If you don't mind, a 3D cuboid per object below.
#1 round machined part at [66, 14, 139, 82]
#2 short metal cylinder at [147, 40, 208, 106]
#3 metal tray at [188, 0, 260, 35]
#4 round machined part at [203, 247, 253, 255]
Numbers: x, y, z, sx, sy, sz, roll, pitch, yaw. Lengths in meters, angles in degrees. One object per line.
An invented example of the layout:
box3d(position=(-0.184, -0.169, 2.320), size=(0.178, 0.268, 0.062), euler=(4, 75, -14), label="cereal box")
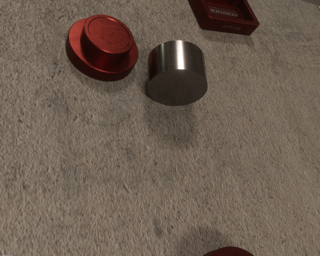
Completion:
box3d(position=(-0.075, -0.115, 0.424), size=(0.099, 0.042, 0.098), euler=(14, 56, -21), label="round machined part")
box3d(position=(0.023, -0.073, 0.428), size=(0.081, 0.080, 0.050), euler=(13, 57, -22), label="short metal cylinder")
box3d(position=(0.126, -0.233, 0.612), size=(0.131, 0.030, 0.090), euler=(-4, 64, -30), label="metal tray")
box3d(position=(0.070, 0.179, 0.323), size=(0.099, 0.042, 0.098), euler=(14, 56, -21), label="round machined part")
